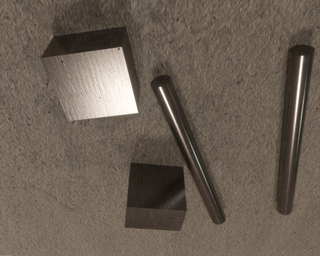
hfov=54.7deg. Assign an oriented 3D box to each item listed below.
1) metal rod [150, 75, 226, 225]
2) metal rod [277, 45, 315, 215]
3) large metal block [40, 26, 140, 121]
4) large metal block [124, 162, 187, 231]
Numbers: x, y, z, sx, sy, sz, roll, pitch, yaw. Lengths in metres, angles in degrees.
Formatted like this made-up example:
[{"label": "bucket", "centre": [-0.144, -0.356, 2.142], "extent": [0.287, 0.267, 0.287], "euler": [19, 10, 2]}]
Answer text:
[{"label": "metal rod", "centre": [0.052, 0.052, 0.452], "extent": [0.025, 0.025, 0.299], "euler": [-16, 129, 12]}, {"label": "metal rod", "centre": [0.183, 0.026, 0.432], "extent": [0.025, 0.025, 0.298], "euler": [-9, 130, 7]}, {"label": "large metal block", "centre": [-0.070, -0.058, 0.340], "extent": [0.080, 0.050, 0.080], "euler": [-7, 130, 5]}, {"label": "large metal block", "centre": [-0.007, 0.100, 0.457], "extent": [0.081, 0.080, 0.050], "euler": [6, 130, -5]}]
